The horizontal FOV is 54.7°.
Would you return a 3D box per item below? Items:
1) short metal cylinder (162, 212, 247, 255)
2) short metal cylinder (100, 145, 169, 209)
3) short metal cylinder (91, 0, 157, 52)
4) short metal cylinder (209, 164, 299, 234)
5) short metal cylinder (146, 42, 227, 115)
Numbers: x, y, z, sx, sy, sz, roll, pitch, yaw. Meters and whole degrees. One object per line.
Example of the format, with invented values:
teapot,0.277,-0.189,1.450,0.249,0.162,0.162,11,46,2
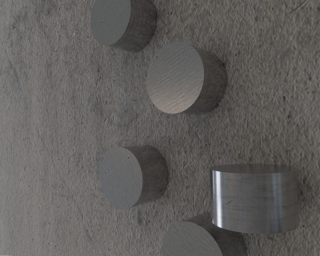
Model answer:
short metal cylinder,0.049,0.140,0.348,0.080,0.050,0.080,0,90,40
short metal cylinder,-0.035,0.064,0.418,0.080,0.050,0.080,0,90,40
short metal cylinder,-0.051,-0.150,0.431,0.080,0.050,0.080,0,90,40
short metal cylinder,0.089,0.063,0.296,0.080,0.081,0.050,-2,89,40
short metal cylinder,0.031,-0.056,0.363,0.080,0.050,0.080,0,90,40
